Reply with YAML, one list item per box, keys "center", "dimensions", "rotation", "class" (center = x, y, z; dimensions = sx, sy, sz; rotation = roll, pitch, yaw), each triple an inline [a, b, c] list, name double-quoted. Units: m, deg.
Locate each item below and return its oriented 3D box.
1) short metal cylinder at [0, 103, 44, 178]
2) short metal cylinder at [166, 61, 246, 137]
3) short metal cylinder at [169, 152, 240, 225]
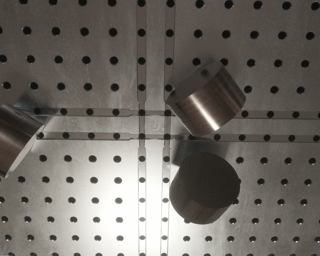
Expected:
- center: [-0.191, 0.016, 0.387]
  dimensions: [0.050, 0.080, 0.080]
  rotation: [34, 106, -12]
  class: "short metal cylinder"
- center: [0.054, -0.035, 0.372]
  dimensions: [0.080, 0.080, 0.050]
  rotation: [-36, 107, 12]
  class: "short metal cylinder"
- center: [0.057, 0.079, 0.406]
  dimensions: [0.081, 0.080, 0.050]
  rotation: [13, 139, -5]
  class: "short metal cylinder"
